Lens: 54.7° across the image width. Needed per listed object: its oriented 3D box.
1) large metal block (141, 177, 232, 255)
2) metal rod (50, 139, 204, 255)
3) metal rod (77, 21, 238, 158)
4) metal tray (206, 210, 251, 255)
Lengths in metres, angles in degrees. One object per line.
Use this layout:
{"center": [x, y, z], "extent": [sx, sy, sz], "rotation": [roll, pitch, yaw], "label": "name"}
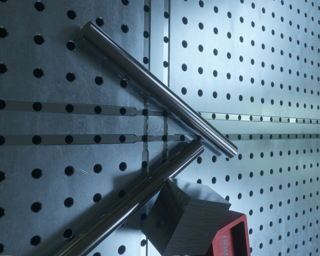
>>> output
{"center": [0.035, 0.118, 0.407], "extent": [0.080, 0.050, 0.080], "rotation": [19, 100, -40], "label": "large metal block"}
{"center": [-0.046, 0.100, 0.372], "extent": [0.302, 0.025, 0.025], "rotation": [-36, 112, -34], "label": "metal rod"}
{"center": [0.017, -0.035, 0.425], "extent": [0.301, 0.025, 0.025], "rotation": [36, 68, -34], "label": "metal rod"}
{"center": [0.107, 0.211, 0.498], "extent": [0.091, 0.030, 0.129], "rotation": [-13, 99, -39], "label": "metal tray"}
